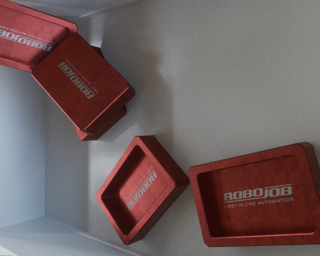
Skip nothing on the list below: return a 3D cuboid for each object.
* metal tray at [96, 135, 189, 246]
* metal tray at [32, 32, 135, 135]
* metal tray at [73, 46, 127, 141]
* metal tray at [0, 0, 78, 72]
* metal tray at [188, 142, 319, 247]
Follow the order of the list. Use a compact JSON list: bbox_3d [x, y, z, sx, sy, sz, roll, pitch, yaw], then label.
[{"bbox_3d":[-0.029,0.085,0.425,0.090,0.030,0.129,50,119,28],"label":"metal tray"},{"bbox_3d":[-0.110,-0.065,0.441,0.090,0.030,0.130,-44,70,-2],"label":"metal tray"},{"bbox_3d":[-0.112,-0.056,0.493,0.090,0.030,0.130,-38,67,33],"label":"metal tray"},{"bbox_3d":[-0.200,-0.133,0.460,0.030,0.131,0.089,44,118,58],"label":"metal tray"},{"bbox_3d":[0.098,0.072,0.321,0.130,0.030,0.090,-19,78,38],"label":"metal tray"}]
